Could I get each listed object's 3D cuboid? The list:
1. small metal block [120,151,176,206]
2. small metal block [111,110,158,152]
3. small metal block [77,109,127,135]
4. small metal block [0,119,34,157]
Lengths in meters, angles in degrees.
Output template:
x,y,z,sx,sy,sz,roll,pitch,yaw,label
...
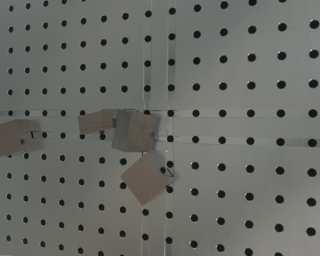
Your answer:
x,y,z,sx,sy,sz,roll,pitch,yaw,label
-0.017,0.068,0.419,0.050,0.025,0.050,-43,77,15,small metal block
-0.033,0.005,0.408,0.025,0.050,0.050,13,95,39,small metal block
-0.076,-0.008,0.427,0.050,0.050,0.025,-11,86,20,small metal block
-0.235,0.016,0.497,0.050,0.025,0.050,-15,85,19,small metal block
